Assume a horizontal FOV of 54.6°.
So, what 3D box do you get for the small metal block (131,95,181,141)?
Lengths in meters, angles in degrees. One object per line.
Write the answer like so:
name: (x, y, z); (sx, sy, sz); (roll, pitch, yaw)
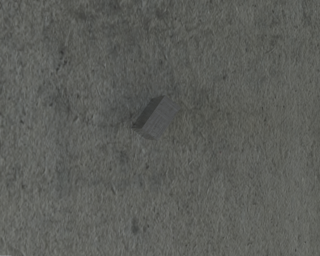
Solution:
small metal block: (-0.006, -0.012, 0.393); (0.025, 0.050, 0.050); (38, 78, -16)
